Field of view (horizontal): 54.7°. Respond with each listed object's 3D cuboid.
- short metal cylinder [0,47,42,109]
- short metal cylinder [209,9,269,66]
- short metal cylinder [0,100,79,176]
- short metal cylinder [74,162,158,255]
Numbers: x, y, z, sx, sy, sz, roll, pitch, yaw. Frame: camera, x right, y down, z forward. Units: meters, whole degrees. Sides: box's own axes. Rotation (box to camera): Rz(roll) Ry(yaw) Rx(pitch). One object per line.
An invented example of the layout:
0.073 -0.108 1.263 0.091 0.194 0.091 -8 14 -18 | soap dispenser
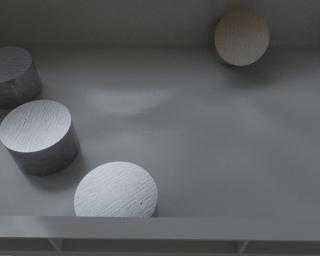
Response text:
-0.219 -0.073 0.449 0.080 0.050 0.080 0 50 0 | short metal cylinder
0.119 -0.136 0.475 0.081 0.079 0.050 -2 10 -2 | short metal cylinder
-0.144 0.011 0.378 0.080 0.050 0.080 0 50 0 | short metal cylinder
-0.043 0.082 0.320 0.080 0.050 0.080 0 50 0 | short metal cylinder
